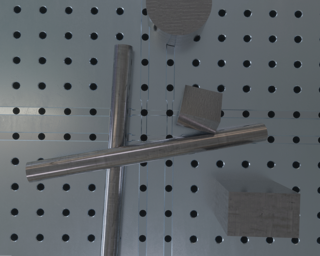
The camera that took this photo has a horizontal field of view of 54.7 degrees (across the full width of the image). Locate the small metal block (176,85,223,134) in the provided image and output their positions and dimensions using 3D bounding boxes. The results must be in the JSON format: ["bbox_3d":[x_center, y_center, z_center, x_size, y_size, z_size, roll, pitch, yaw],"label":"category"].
[{"bbox_3d":[0.052,-0.025,0.401,0.050,0.025,0.050,13,51,0],"label":"small metal block"}]

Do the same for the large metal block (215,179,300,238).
[{"bbox_3d":[0.116,0.097,0.387,0.081,0.080,0.050,2,90,0],"label":"large metal block"}]

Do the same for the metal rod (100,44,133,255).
[{"bbox_3d":[-0.058,0.040,0.412,0.025,0.025,0.298,4,90,0],"label":"metal rod"}]

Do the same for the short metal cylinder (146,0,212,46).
[{"bbox_3d":[0.023,-0.153,0.401,0.081,0.050,0.079,0,90,0],"label":"short metal cylinder"}]

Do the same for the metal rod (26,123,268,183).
[{"bbox_3d":[-0.009,0.029,0.393,0.302,0.025,0.025,-9,90,-8],"label":"metal rod"}]
